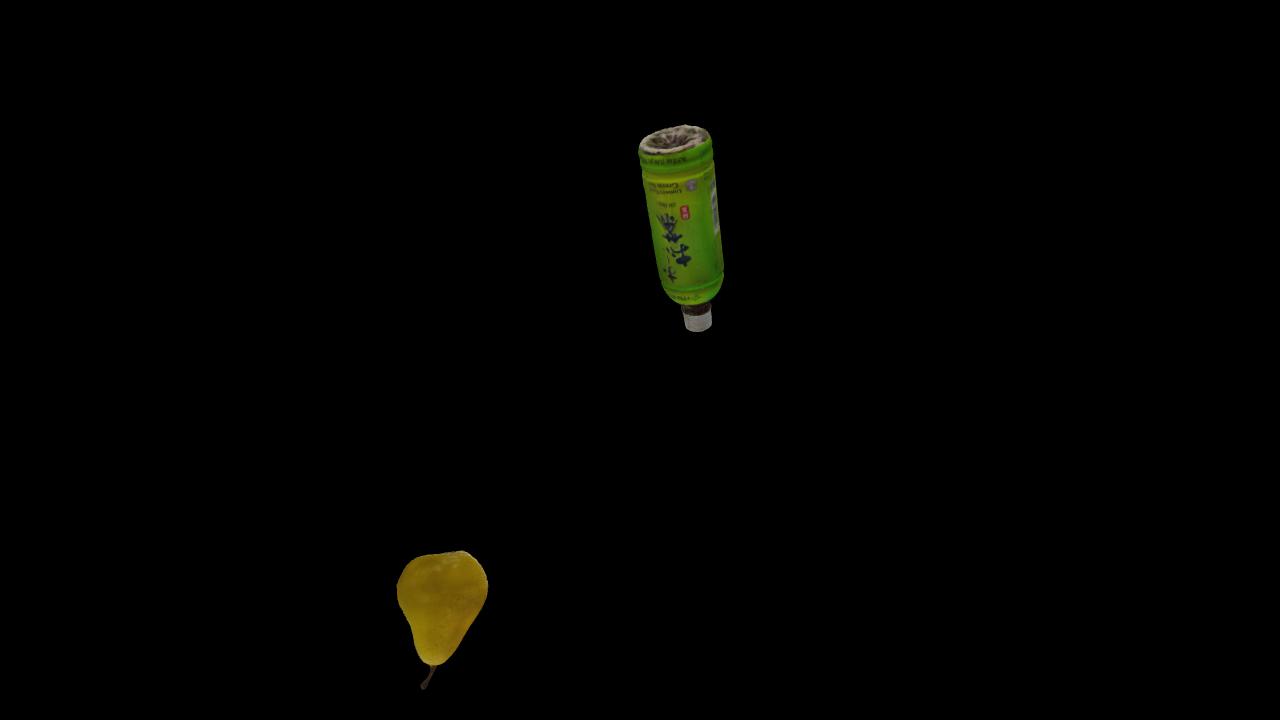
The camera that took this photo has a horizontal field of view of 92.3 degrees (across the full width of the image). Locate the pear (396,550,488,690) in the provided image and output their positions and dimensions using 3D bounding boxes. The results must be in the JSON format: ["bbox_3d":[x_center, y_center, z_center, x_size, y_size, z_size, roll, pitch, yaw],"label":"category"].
[{"bbox_3d":[-0.176,0.231,0.554,0.080,0.111,0.080,-7,-14,-2],"label":"pear"}]

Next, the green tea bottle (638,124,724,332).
[{"bbox_3d":[0.049,-0.121,0.624,0.073,0.212,0.073,-9,36,7],"label":"green tea bottle"}]
